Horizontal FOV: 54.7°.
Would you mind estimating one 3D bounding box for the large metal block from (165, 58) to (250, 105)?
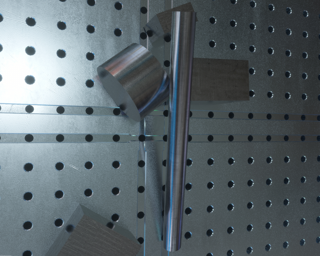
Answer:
[{"bbox_3d":[0.058,-0.058,0.406,0.081,0.080,0.050,-2,91,-20],"label":"large metal block"}]

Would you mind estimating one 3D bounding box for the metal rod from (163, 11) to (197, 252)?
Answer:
[{"bbox_3d":[0.021,0.020,0.371,0.025,0.025,0.298,-6,111,-20],"label":"metal rod"}]

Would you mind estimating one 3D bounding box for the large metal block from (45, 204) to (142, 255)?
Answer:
[{"bbox_3d":[-0.082,0.150,0.370,0.080,0.050,0.080,36,78,-17],"label":"large metal block"}]

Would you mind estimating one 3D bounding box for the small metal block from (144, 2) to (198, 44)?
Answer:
[{"bbox_3d":[0.013,-0.136,0.405,0.050,0.050,0.025,-27,99,-18],"label":"small metal block"}]

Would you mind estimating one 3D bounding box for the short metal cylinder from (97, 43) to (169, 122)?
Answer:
[{"bbox_3d":[-0.030,-0.054,0.373,0.050,0.080,0.080,-39,103,-16],"label":"short metal cylinder"}]
